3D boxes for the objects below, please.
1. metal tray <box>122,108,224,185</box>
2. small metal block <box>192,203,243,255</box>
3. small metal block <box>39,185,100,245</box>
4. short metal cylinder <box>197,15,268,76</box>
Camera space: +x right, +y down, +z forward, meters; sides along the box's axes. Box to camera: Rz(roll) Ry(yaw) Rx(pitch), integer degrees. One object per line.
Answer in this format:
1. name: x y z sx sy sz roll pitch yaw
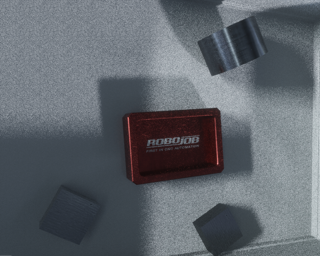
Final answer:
1. metal tray: 0.020 0.021 0.416 0.131 0.030 0.089 -5 92 -20
2. small metal block: 0.083 0.145 0.443 0.050 0.025 0.050 -31 100 -18
3. small metal block: -0.108 0.104 0.371 0.050 0.025 0.050 31 80 -18
4. short metal cylinder: 0.098 -0.110 0.419 0.081 0.080 0.050 -28 100 -18
